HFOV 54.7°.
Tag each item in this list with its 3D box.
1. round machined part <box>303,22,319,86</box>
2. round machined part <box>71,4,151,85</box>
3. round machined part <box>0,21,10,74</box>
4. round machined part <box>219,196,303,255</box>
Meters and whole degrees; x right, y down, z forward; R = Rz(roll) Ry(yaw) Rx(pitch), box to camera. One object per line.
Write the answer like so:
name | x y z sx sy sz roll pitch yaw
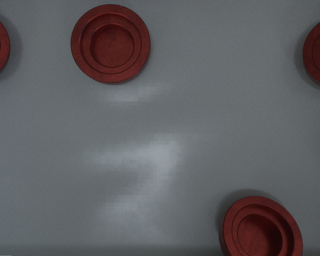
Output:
round machined part | 0.235 -0.093 0.392 0.098 0.042 0.097 -3 82 24
round machined part | -0.061 -0.104 0.402 0.099 0.042 0.097 0 90 0
round machined part | -0.243 -0.102 0.389 0.099 0.042 0.097 1 87 -26
round machined part | 0.122 0.139 0.389 0.099 0.042 0.098 4 57 -5
